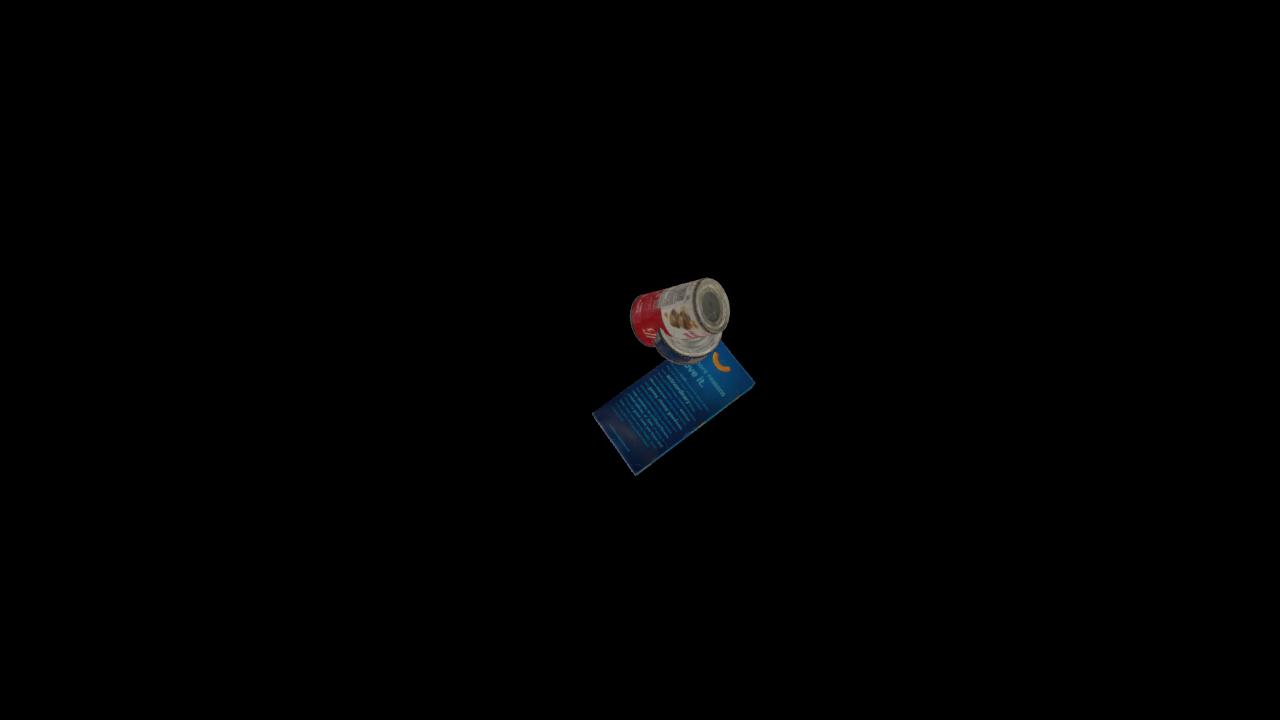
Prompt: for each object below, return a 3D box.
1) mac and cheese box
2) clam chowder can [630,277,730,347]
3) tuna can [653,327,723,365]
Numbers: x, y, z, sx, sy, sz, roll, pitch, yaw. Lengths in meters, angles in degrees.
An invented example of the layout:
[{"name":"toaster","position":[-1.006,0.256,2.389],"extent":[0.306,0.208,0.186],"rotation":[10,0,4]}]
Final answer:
[{"name":"mac and cheese box","position":[0.041,0.051,0.760],"extent":[0.184,0.093,0.041],"rotation":[-35,-14,-8]},{"name":"clam chowder can","position":[0.047,-0.056,0.732],"extent":[0.102,0.068,0.068],"rotation":[-11,-7,43]},{"name":"tuna can","position":[0.056,-0.038,0.742],"extent":[0.084,0.084,0.034],"rotation":[0,-15,-15]}]
